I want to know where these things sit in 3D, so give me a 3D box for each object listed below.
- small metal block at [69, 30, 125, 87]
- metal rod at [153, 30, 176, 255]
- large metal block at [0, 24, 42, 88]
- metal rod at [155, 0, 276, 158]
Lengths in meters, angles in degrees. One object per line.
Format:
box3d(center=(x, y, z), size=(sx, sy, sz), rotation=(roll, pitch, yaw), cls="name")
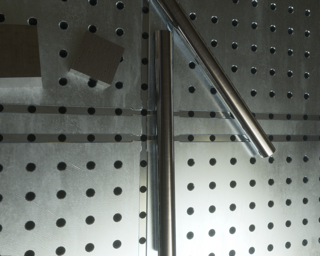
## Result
box3d(center=(-0.078, -0.084, 0.384), size=(0.050, 0.025, 0.050), rotation=(22, 83, -19), cls="small metal block")
box3d(center=(0.007, 0.022, 0.414), size=(0.025, 0.025, 0.298), rotation=(-1, 91, -20), cls="metal rod")
box3d(center=(-0.168, -0.071, 0.321), size=(0.081, 0.080, 0.050), rotation=(-5, 92, -20), cls="large metal block")
box3d(center=(0.077, -0.079, 0.440), size=(0.025, 0.025, 0.299), rotation=(-40, 103, -15), cls="metal rod")
